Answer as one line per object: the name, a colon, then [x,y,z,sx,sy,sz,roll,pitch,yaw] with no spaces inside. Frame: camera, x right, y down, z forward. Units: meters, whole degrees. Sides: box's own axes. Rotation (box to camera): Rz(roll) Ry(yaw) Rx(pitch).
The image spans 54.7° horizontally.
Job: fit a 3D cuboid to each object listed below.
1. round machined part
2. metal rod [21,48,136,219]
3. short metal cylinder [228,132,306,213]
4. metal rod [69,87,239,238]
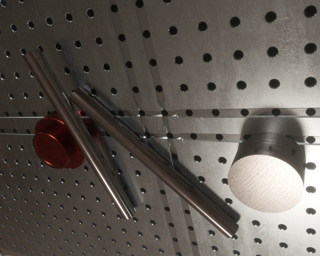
round machined part: [-0.165,0.027,0.501,0.098,0.042,0.097,13,124,20]
metal rod: [-0.112,0.023,0.469,0.025,0.025,0.299,-10,118,32]
short metal cylinder: [0.125,0.051,0.361,0.080,0.050,0.079,13,124,20]
metal rod: [-0.008,0.049,0.444,0.300,0.025,0.025,41,129,-1]
